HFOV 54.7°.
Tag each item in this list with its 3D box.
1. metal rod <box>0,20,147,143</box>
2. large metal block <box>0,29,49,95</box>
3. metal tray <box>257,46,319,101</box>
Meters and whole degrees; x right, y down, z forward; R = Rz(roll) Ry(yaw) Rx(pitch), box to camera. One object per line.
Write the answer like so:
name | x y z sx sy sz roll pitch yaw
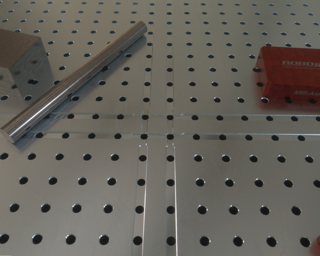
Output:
metal rod | -0.115 -0.086 0.478 0.025 0.025 0.301 26 55 20
large metal block | -0.234 -0.105 0.477 0.080 0.050 0.080 14 51 11
metal tray | 0.223 -0.084 0.477 0.131 0.030 0.090 4 50 3
